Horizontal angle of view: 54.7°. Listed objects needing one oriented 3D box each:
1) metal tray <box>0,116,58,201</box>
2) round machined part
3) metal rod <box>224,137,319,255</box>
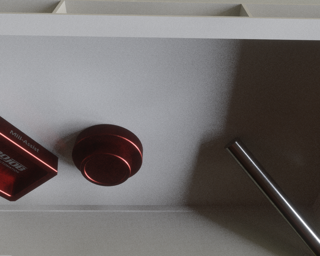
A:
[{"bbox_3d":[-0.216,0.041,0.418,0.090,0.030,0.130,-32,130,11],"label":"metal tray"},{"bbox_3d":[-0.074,0.045,0.435,0.099,0.042,0.097,-1,130,0],"label":"round machined part"},{"bbox_3d":[0.196,0.135,0.439,0.025,0.025,0.300,-39,93,27],"label":"metal rod"}]
